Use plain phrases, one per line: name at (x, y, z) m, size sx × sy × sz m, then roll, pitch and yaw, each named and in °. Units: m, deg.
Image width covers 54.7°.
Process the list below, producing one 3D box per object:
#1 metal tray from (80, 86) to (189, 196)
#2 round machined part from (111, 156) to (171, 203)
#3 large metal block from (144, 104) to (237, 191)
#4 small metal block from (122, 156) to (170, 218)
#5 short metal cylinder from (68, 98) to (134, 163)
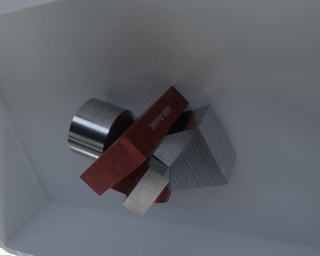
metal tray at (-0.025, 0.011, 0.357) m, size 0.030 × 0.131 × 0.090 m, roll 46°, pitch 128°, yaw -5°
round machined part at (-0.028, 0.064, 0.424) m, size 0.098 × 0.098 × 0.042 m, roll 19°, pitch 90°, yaw 17°
large metal block at (0.036, 0.027, 0.377) m, size 0.080 × 0.050 × 0.080 m, roll -15°, pitch 115°, yaw 34°
small metal block at (-0.014, 0.064, 0.348) m, size 0.025 × 0.050 × 0.050 m, roll 35°, pitch 97°, yaw -4°
short metal cylinder at (-0.076, 0.005, 0.413) m, size 0.050 × 0.080 × 0.079 m, roll 21°, pitch 126°, yaw 16°
